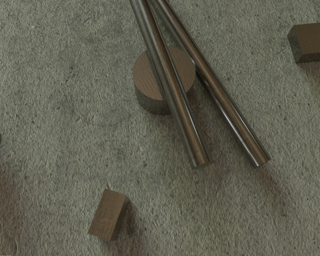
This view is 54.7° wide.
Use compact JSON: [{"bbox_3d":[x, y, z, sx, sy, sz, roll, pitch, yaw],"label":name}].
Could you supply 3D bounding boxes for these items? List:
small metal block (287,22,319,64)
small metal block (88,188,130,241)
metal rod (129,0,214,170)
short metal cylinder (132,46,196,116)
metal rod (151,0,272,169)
[{"bbox_3d":[0.223,-0.125,0.455,0.050,0.025,0.050,-7,70,-3],"label":"small metal block"},{"bbox_3d":[-0.057,0.101,0.357,0.025,0.050,0.050,17,71,6],"label":"small metal block"},{"bbox_3d":[0.000,-0.092,0.388,0.025,0.025,0.299,-17,71,-6],"label":"metal rod"},{"bbox_3d":[0.005,-0.063,0.418,0.081,0.050,0.080,0,70,0],"label":"short metal cylinder"},{"bbox_3d":[0.062,-0.080,0.437,0.025,0.025,0.299,-26,72,-9],"label":"metal rod"}]
